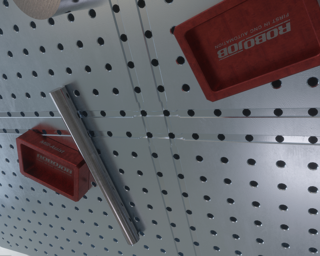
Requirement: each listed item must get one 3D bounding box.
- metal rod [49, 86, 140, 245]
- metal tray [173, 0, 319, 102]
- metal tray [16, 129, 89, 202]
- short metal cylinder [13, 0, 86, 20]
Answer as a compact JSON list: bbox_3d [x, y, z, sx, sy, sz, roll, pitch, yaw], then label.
[{"bbox_3d":[-0.100,0.073,0.508,0.025,0.025,0.299,-8,115,32],"label":"metal rod"},{"bbox_3d":[0.089,-0.088,0.306,0.130,0.030,0.090,-18,109,35],"label":"metal tray"},{"bbox_3d":[-0.190,0.067,0.548,0.130,0.030,0.089,22,127,14],"label":"metal tray"},{"bbox_3d":[-0.130,-0.171,0.357,0.080,0.050,0.079,13,124,21],"label":"short metal cylinder"}]
